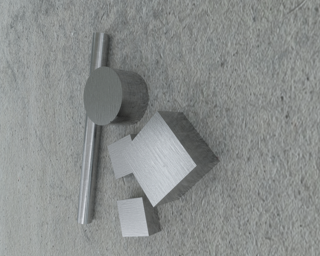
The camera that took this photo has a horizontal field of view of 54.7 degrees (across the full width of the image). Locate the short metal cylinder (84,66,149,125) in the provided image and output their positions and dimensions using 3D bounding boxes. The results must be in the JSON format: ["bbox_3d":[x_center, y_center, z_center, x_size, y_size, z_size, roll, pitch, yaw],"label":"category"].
[{"bbox_3d":[-0.063,-0.043,0.438,0.080,0.050,0.079,0,90,39],"label":"short metal cylinder"}]

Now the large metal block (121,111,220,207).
[{"bbox_3d":[0.011,0.036,0.378,0.080,0.050,0.080,-49,61,28],"label":"large metal block"}]

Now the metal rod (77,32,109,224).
[{"bbox_3d":[-0.106,0.003,0.489,0.025,0.025,0.298,10,96,39],"label":"metal rod"}]

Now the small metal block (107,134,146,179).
[{"bbox_3d":[-0.043,0.040,0.439,0.050,0.025,0.050,-27,73,36],"label":"small metal block"}]

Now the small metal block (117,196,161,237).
[{"bbox_3d":[-0.030,0.121,0.427,0.050,0.025,0.050,-17,79,38],"label":"small metal block"}]
